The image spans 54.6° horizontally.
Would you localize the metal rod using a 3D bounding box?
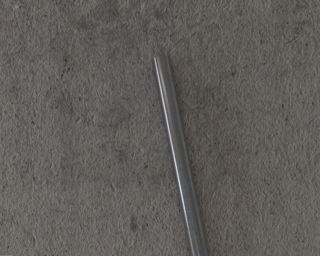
[{"bbox_3d":[0.030,0.054,0.410,0.025,0.025,0.299,-11,90,0],"label":"metal rod"}]
